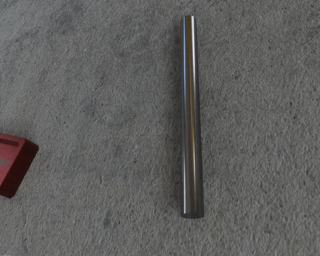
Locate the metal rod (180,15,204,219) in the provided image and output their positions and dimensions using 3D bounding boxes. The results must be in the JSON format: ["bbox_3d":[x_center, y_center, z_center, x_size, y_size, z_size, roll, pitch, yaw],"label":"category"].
[{"bbox_3d":[0.039,-0.036,0.404,0.025,0.025,0.299,-11,57,22],"label":"metal rod"}]

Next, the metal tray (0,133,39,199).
[{"bbox_3d":[-0.269,0.055,0.504,0.130,0.030,0.090,8,65,31],"label":"metal tray"}]
